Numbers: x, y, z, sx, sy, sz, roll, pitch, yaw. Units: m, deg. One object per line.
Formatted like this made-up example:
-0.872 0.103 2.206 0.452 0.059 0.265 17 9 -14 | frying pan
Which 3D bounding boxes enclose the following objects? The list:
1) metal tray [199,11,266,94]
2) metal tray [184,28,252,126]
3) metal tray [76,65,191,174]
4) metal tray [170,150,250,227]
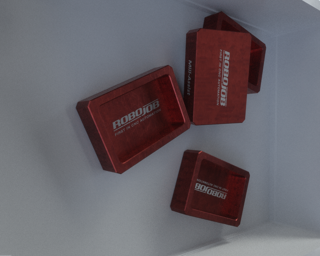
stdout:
0.119 -0.116 0.502 0.131 0.030 0.090 18 79 -39 | metal tray
0.082 -0.071 0.444 0.091 0.030 0.129 -3 101 -25 | metal tray
-0.026 -0.014 0.381 0.131 0.030 0.090 -32 110 -35 | metal tray
0.081 0.094 0.470 0.131 0.030 0.090 25 75 -37 | metal tray
